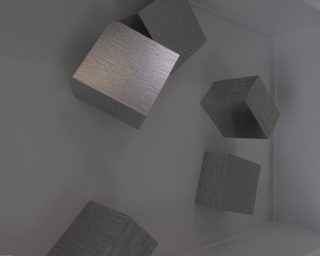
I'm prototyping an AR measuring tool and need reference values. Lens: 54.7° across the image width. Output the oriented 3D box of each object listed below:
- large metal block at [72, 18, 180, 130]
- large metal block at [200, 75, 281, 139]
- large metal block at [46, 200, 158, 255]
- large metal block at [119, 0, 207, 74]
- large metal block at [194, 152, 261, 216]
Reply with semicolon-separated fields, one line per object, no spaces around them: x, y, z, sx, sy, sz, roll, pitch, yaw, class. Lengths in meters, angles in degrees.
-0.037;-0.056;0.337;0.080;0.050;0.080;28;69;-3;large metal block
0.122;-0.029;0.473;0.080;0.080;0.050;50;60;-28;large metal block
-0.063;0.129;0.318;0.050;0.080;0.080;52;60;-28;large metal block
0.003;-0.121;0.392;0.080;0.050;0.080;-47;118;-30;large metal block
0.106;0.086;0.479;0.080;0.050;0.080;20;77;-38;large metal block
